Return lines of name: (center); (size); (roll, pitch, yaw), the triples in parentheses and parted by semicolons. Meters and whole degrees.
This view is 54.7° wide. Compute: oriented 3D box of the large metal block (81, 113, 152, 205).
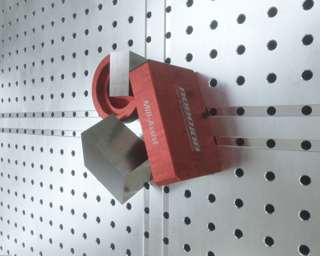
large metal block: (-0.056, 0.042, 0.408); (0.080, 0.050, 0.080); (41, 147, 20)

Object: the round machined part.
round machined part: (-0.048, -0.055, 0.436); (0.098, 0.042, 0.097); (0, 90, 39)

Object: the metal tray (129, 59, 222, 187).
metal tray: (0.019, -0.006, 0.349); (0.030, 0.091, 0.129); (-23, 76, 38)

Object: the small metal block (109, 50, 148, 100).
small metal block: (-0.034, -0.060, 0.366); (0.025, 0.050, 0.050); (0, 89, 26)

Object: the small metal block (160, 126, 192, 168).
small metal block: (0.015, 0.025, 0.389); (0.050, 0.025, 0.050); (19, 107, 49)
